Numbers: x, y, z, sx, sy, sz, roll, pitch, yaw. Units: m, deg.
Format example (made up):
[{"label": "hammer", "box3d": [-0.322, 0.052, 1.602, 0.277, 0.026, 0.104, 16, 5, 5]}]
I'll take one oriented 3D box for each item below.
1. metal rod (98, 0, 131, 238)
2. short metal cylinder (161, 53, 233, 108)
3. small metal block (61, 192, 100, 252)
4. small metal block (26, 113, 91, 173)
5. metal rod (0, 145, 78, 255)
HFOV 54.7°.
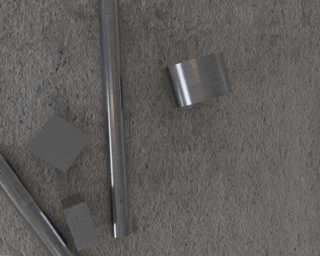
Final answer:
[{"label": "metal rod", "box3d": [-0.057, -0.015, 0.387, 0.025, 0.025, 0.298, -3, 91, -20]}, {"label": "short metal cylinder", "box3d": [0.047, -0.060, 0.397, 0.081, 0.080, 0.050, -18, 96, -19]}, {"label": "small metal block", "box3d": [-0.094, 0.107, 0.361, 0.025, 0.050, 0.050, -20, 97, -19]}, {"label": "small metal block", "box3d": [-0.119, 0.017, 0.365, 0.050, 0.025, 0.050, 37, 78, -16]}, {"label": "metal rod", "box3d": [-0.113, 0.153, 0.367, 0.025, 0.025, 0.299, -34, 101, -17]}]
